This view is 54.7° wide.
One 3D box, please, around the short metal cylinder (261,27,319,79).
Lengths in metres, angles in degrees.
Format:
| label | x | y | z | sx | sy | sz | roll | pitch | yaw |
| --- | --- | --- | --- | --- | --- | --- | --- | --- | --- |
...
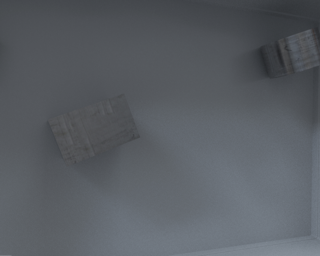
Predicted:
| label | x | y | z | sx | sy | sz | roll | pitch | yaw |
| --- | --- | --- | --- | --- | --- | --- | --- | --- | --- |
| short metal cylinder | 0.195 | -0.109 | 0.455 | 0.081 | 0.080 | 0.050 | -21 | 98 | -19 |

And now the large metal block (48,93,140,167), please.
| label | x | y | z | sx | sy | sz | roll | pitch | yaw |
| --- | --- | --- | --- | --- | --- | --- | --- | --- | --- |
| large metal block | -0.079 | 0.001 | 0.353 | 0.081 | 0.080 | 0.050 | -22 | 98 | -19 |
